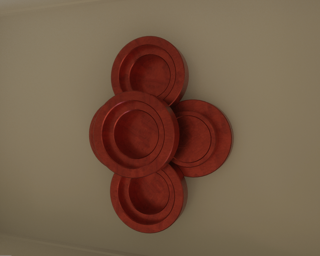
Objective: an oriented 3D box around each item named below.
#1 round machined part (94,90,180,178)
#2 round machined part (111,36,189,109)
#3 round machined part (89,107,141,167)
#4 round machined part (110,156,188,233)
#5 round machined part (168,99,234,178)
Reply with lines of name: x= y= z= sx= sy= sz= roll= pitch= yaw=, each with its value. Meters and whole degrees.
round machined part: x=-0.024 y=0.007 z=0.362 sx=0.098 sy=0.042 sz=0.097 roll=0 pitch=90 yaw=19
round machined part: x=-0.010 y=-0.065 z=0.402 sx=0.098 sy=0.042 sz=0.097 roll=0 pitch=90 yaw=19
round machined part: x=-0.054 y=0.009 z=0.418 sx=0.098 sy=0.042 sz=0.097 roll=0 pitch=90 yaw=19
round machined part: x=-0.011 y=0.082 z=0.402 sx=0.098 sy=0.042 sz=0.097 roll=0 pitch=90 yaw=19
round machined part: x=0.039 y=0.013 z=0.384 sx=0.098 sy=0.042 sz=0.097 roll=0 pitch=90 yaw=19
